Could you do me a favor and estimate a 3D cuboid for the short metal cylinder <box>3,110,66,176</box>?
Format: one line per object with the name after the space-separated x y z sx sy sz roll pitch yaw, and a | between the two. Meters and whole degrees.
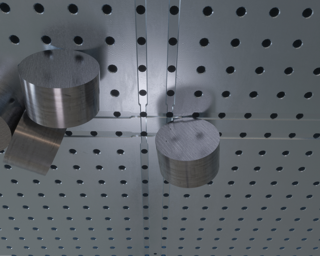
-0.152 0.014 0.386 0.050 0.080 0.080 24 126 -19 | short metal cylinder

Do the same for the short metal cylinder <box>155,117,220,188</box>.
0.037 0.031 0.402 0.080 0.080 0.050 -5 130 4 | short metal cylinder

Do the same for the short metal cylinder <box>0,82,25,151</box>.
-0.216 -0.015 0.381 0.081 0.050 0.079 0 130 0 | short metal cylinder

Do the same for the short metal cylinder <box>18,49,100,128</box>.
-0.106 -0.044 0.337 0.081 0.080 0.050 5 130 -5 | short metal cylinder
